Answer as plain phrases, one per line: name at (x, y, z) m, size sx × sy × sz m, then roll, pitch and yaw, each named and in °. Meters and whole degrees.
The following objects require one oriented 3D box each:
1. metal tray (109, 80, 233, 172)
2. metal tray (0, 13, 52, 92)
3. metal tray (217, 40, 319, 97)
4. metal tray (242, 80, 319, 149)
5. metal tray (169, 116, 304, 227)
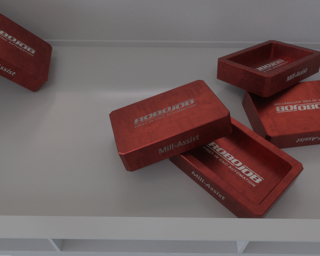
metal tray at (0.009, -0.007, 0.379) m, size 0.131 × 0.030 × 0.090 m, roll -20°, pitch 38°, yaw -4°
metal tray at (-0.224, -0.118, 0.444) m, size 0.030 × 0.131 × 0.090 m, roll -35°, pitch 44°, yaw 27°
metal tray at (0.159, -0.091, 0.452) m, size 0.131 × 0.030 × 0.090 m, roll -24°, pitch 38°, yaw -30°
metal tray at (0.189, -0.021, 0.420) m, size 0.131 × 0.030 × 0.090 m, roll -6°, pitch 50°, yaw -5°
metal tray at (0.086, 0.040, 0.368) m, size 0.091 × 0.030 × 0.130 m, roll -37°, pitch 59°, yaw -27°
